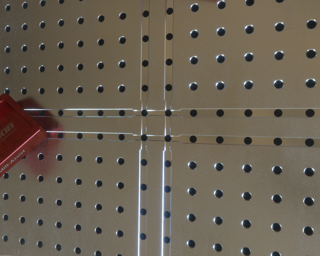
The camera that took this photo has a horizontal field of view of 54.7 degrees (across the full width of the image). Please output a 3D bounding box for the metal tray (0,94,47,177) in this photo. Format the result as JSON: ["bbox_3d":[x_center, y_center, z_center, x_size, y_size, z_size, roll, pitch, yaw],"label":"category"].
[{"bbox_3d":[-0.251,0.021,0.464,0.090,0.030,0.130,41,74,15],"label":"metal tray"}]

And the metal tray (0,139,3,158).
[{"bbox_3d":[-0.321,0.047,0.477,0.130,0.090,0.030,-30,57,25],"label":"metal tray"}]
